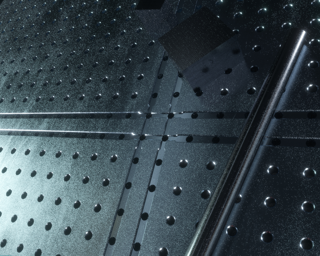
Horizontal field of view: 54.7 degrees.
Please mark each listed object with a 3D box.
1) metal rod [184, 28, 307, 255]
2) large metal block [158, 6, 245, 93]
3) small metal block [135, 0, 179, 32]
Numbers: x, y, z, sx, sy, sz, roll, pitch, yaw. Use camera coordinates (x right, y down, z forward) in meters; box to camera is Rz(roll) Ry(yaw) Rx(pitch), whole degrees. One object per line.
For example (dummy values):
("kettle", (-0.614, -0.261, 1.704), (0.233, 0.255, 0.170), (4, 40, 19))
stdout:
("metal rod", (0.103, 0.009, 0.347), (0.025, 0.025, 0.300), (17, 70, 34))
("large metal block", (0.056, -0.109, 0.429), (0.080, 0.050, 0.080), (-34, 52, 5))
("small metal block", (-0.005, -0.184, 0.506), (0.050, 0.050, 0.025), (12, 68, 33))
